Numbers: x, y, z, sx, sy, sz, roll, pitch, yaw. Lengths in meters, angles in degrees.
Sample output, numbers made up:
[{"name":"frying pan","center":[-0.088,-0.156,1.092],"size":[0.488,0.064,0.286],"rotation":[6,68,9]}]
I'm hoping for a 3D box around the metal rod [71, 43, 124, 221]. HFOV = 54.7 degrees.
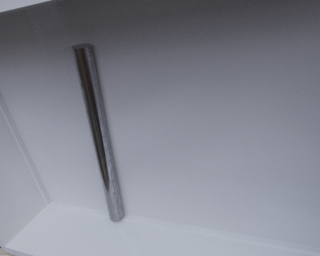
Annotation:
[{"name":"metal rod","center":[-0.088,0.025,0.468],"size":[0.025,0.025,0.298],"rotation":[9,122,23]}]
